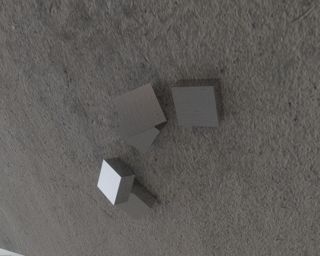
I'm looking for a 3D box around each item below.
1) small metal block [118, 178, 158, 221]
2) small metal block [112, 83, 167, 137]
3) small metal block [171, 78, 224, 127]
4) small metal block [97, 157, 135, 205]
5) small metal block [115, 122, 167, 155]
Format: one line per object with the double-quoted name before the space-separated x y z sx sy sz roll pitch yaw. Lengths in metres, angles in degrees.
"small metal block" -0.041 0.115 0.500 0.050 0.025 0.050 42 129 -1
"small metal block" -0.024 -0.022 0.383 0.050 0.025 0.050 -23 88 3
"small metal block" 0.045 -0.030 0.364 0.050 0.025 0.050 2 120 27
"small metal block" -0.068 0.080 0.472 0.050 0.025 0.050 36 119 40
"small metal block" -0.025 0.000 0.420 0.050 0.025 0.050 36 129 4
